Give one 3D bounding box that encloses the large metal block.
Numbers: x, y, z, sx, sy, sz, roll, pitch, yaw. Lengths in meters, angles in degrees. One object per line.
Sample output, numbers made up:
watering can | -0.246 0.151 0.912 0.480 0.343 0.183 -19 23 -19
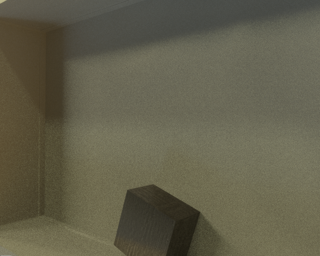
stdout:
large metal block | -0.006 0.128 0.393 0.080 0.050 0.079 23 105 37
